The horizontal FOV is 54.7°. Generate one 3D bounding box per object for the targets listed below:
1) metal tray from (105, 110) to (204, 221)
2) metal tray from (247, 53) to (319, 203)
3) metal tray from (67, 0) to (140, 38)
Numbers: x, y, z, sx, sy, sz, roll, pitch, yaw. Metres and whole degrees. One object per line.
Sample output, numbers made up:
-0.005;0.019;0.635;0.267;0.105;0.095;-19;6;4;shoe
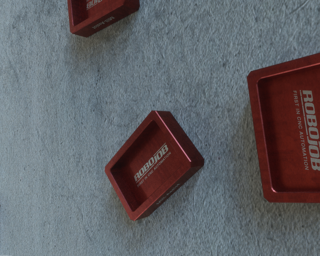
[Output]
-0.013;0.051;0.412;0.129;0.030;0.090;-49;61;29;metal tray
0.137;0.002;0.288;0.090;0.030;0.129;-11;83;39;metal tray
-0.092;-0.205;0.477;0.130;0.030;0.089;-11;83;39;metal tray
